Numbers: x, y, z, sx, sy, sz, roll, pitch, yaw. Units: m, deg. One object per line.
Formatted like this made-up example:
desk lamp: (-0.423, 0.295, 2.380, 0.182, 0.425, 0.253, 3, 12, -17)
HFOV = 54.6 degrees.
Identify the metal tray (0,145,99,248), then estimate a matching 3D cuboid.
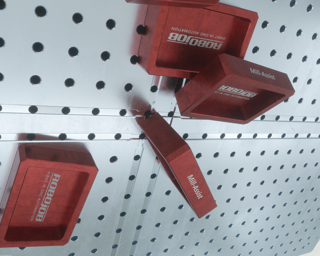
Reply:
metal tray: (-0.142, 0.088, 0.384, 0.091, 0.030, 0.129, 13, 112, -34)

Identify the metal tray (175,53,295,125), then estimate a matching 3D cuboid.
metal tray: (0.096, -0.043, 0.397, 0.131, 0.030, 0.090, 6, 149, -36)

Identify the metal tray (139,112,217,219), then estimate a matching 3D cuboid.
metal tray: (0.025, 0.051, 0.412, 0.030, 0.090, 0.130, -33, 129, -7)

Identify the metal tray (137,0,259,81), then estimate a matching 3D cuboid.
metal tray: (0.046, -0.105, 0.367, 0.131, 0.030, 0.089, 1, 118, -29)

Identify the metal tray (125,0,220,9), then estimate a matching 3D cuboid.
metal tray: (0.012, -0.181, 0.279, 0.091, 0.030, 0.129, -6, 106, -25)
